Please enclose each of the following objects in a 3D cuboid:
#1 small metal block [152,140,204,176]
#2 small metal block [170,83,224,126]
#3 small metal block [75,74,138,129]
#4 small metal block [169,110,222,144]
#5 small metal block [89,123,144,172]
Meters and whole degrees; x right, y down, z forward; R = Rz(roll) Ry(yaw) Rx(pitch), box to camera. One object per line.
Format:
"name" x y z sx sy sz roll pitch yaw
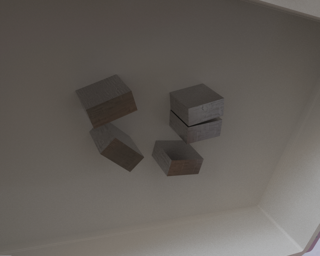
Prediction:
"small metal block" 0.024 0.041 0.430 0.050 0.050 0.025 1 118 -29
"small metal block" 0.047 -0.031 0.398 0.050 0.050 0.025 -17 125 -19
"small metal block" -0.060 -0.031 0.341 0.050 0.050 0.025 -25 128 -13
"small metal block" 0.046 -0.007 0.413 0.050 0.050 0.025 -12 124 -22
"small metal block" -0.053 0.020 0.376 0.025 0.050 0.050 -47 129 5
